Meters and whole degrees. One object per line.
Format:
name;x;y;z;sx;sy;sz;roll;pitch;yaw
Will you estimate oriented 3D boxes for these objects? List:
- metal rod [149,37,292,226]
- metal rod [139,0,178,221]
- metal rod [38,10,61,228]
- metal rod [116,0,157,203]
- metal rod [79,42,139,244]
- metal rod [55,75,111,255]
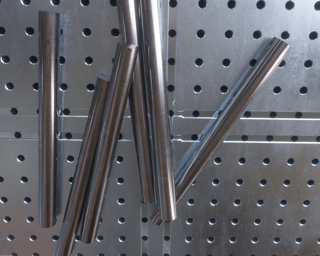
metal rod;0.072;0.016;0.419;0.025;0.025;0.299;29;107;-10
metal rod;-0.001;-0.021;0.391;0.025;0.025;0.298;-5;105;2
metal rod;-0.148;0.003;0.413;0.025;0.025;0.298;7;110;-3
metal rod;-0.028;-0.037;0.399;0.025;0.025;0.298;-5;110;2
metal rod;-0.073;0.037;0.412;0.025;0.025;0.298;14;115;-5
metal rod;-0.110;0.072;0.438;0.025;0.025;0.298;16;109;-6
